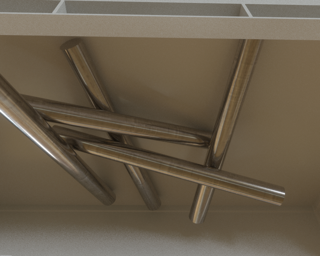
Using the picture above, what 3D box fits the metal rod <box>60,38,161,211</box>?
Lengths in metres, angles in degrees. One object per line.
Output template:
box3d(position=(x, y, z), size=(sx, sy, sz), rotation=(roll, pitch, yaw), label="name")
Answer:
box3d(position=(-0.053, 0.019, 0.424), size=(0.025, 0.025, 0.299), rotation=(-13, 129, 10), label="metal rod")

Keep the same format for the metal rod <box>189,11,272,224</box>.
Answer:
box3d(position=(0.078, 0.010, 0.390), size=(0.025, 0.025, 0.298), rotation=(6, 121, -6), label="metal rod")

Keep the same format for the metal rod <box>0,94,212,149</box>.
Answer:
box3d(position=(-0.064, -0.008, 0.368), size=(0.302, 0.025, 0.025), rotation=(11, 130, -23), label="metal rod")

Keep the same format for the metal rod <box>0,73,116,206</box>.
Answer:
box3d(position=(-0.115, 0.038, 0.384), size=(0.025, 0.025, 0.299), rotation=(-10, 147, 8), label="metal rod")

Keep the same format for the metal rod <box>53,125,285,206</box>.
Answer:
box3d(position=(0.006, 0.047, 0.396), size=(0.302, 0.025, 0.025), rotation=(15, 130, 3), label="metal rod")
